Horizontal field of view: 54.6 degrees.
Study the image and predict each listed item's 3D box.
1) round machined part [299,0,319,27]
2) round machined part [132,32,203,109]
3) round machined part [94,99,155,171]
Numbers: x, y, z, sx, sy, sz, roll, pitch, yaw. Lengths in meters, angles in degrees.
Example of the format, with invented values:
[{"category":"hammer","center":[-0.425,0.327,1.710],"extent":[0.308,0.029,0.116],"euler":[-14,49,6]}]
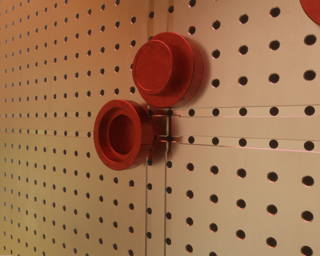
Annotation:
[{"category":"round machined part","center":[0.167,-0.131,0.260],"extent":[0.098,0.042,0.097],"euler":[0,90,40]},{"category":"round machined part","center":[0.002,-0.074,0.397],"extent":[0.098,0.042,0.097],"euler":[0,90,40]},{"category":"round machined part","center":[-0.046,0.009,0.438],"extent":[0.098,0.042,0.097],"euler":[0,90,40]}]
